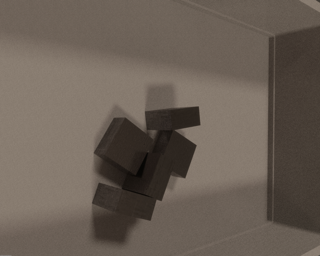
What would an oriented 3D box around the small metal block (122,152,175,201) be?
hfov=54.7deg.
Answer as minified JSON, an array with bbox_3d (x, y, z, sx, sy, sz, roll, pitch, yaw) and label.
[{"bbox_3d":[-0.015,0.058,0.380,0.025,0.050,0.050,32,70,-36],"label":"small metal block"}]

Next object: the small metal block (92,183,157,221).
[{"bbox_3d":[-0.041,0.085,0.358,0.050,0.050,0.025,26,74,-37],"label":"small metal block"}]

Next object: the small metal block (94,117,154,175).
[{"bbox_3d":[-0.043,0.022,0.373,0.050,0.025,0.050,40,65,-33],"label":"small metal block"}]

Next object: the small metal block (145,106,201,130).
[{"bbox_3d":[0.016,-0.013,0.406,0.050,0.050,0.025,-10,97,-40],"label":"small metal block"}]

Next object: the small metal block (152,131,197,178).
[{"bbox_3d":[0.018,0.035,0.424,0.050,0.025,0.050,34,69,-35],"label":"small metal block"}]
